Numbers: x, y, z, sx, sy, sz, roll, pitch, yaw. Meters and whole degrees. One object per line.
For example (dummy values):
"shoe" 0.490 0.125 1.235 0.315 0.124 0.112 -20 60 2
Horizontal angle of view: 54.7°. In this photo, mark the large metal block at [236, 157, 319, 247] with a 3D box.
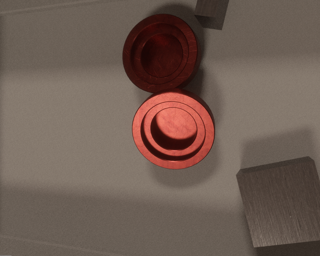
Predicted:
"large metal block" 0.138 0.081 0.349 0.080 0.050 0.080 -15 85 19

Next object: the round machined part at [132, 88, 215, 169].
"round machined part" 0.018 -0.002 0.383 0.098 0.042 0.097 3 110 9

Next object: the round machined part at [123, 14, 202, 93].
"round machined part" 0.005 -0.092 0.399 0.098 0.042 0.097 0 90 19

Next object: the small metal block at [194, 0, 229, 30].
"small metal block" 0.065 -0.152 0.374 0.025 0.050 0.050 15 95 19
